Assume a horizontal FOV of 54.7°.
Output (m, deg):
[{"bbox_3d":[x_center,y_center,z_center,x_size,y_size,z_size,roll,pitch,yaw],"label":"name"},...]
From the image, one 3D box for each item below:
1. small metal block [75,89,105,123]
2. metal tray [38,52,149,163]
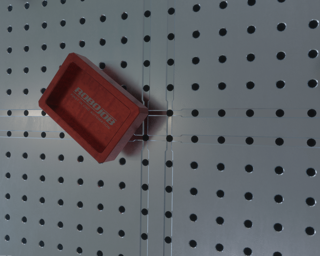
[{"bbox_3d":[-0.094,-0.032,0.446,0.050,0.025,0.050,-1,90,20],"label":"small metal block"},{"bbox_3d":[-0.091,-0.028,0.415,0.130,0.030,0.090,40,102,15],"label":"metal tray"}]
